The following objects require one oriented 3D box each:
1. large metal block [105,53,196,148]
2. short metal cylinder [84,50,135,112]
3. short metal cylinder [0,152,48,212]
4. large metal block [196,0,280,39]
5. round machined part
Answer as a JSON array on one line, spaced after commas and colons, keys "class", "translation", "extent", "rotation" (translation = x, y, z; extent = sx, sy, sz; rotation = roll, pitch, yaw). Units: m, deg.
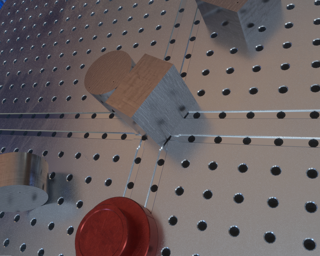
[{"class": "large metal block", "translation": [-0.009, -0.034, 0.398], "extent": [0.050, 0.080, 0.080], "rotation": [30, 78, 37]}, {"class": "short metal cylinder", "translation": [-0.066, -0.070, 0.470], "extent": [0.080, 0.050, 0.080], "rotation": [-13, 56, 21]}, {"class": "short metal cylinder", "translation": [-0.198, 0.076, 0.430], "extent": [0.080, 0.080, 0.050], "rotation": [-25, 53, 13]}, {"class": "large metal block", "translation": [0.112, -0.186, 0.448], "extent": [0.080, 0.050, 0.080], "rotation": [-48, 51, -5]}, {"class": "round machined part", "translation": [-0.055, 0.125, 0.350], "extent": [0.098, 0.042, 0.098], "rotation": [-13, 56, 21]}]
